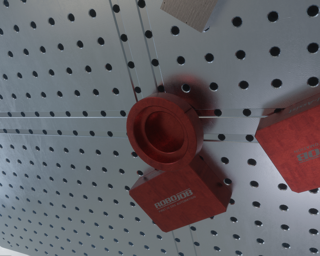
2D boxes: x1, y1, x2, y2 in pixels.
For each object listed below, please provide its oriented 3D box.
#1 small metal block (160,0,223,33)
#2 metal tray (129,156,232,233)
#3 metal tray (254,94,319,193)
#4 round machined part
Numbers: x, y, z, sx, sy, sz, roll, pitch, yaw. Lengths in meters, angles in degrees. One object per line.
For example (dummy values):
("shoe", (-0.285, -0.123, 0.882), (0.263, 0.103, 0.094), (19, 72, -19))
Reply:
("small metal block", (0.035, -0.133, 0.310), (0.050, 0.025, 0.050), (33, 129, 6))
("metal tray", (0.026, 0.097, 0.455), (0.130, 0.030, 0.090), (-34, 99, 38))
("metal tray", (0.179, 0.010, 0.319), (0.130, 0.030, 0.090), (-29, 103, 37))
("round machined part", (0.010, 0.002, 0.390), (0.098, 0.042, 0.097), (13, 117, 27))
